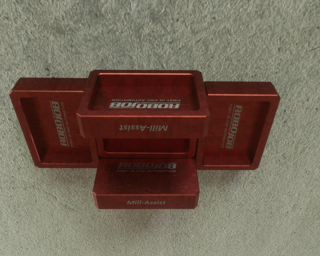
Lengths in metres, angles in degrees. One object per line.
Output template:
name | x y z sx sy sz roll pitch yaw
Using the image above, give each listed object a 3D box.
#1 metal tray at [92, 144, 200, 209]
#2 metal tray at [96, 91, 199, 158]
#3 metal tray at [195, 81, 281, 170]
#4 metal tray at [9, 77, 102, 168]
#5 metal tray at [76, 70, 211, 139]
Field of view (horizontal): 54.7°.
metal tray | -0.017 0.063 0.418 0.131 0.090 0.030 0 130 -1
metal tray | -0.017 -0.003 0.403 0.131 0.030 0.089 0 130 -1
metal tray | 0.094 0.001 0.408 0.091 0.030 0.129 0 130 -1
metal tray | -0.127 -0.002 0.402 0.091 0.030 0.129 0 130 -1
metal tray | -0.016 -0.029 0.341 0.131 0.090 0.030 0 130 -1
